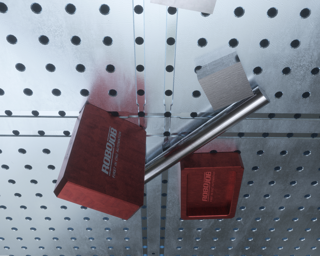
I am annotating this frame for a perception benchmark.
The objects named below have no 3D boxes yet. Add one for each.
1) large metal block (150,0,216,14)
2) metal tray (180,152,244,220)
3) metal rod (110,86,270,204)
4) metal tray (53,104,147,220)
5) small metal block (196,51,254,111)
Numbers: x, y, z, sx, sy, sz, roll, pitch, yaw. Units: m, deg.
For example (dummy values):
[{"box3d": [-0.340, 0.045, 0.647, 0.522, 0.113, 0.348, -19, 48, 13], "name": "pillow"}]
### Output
[{"box3d": [0.024, -0.149, 0.249, 0.050, 0.080, 0.079, 8, 130, -7], "name": "large metal block"}, {"box3d": [0.077, 0.095, 0.490, 0.091, 0.030, 0.129, -2, 130, 1], "name": "metal tray"}, {"box3d": [0.020, 0.039, 0.444, 0.299, 0.025, 0.025, -37, 122, 27], "name": "metal rod"}, {"box3d": [-0.064, 0.036, 0.372, 0.090, 0.130, 0.030, 25, 126, -20], "name": "metal tray"}, {"box3d": [0.077, -0.055, 0.367, 0.050, 0.025, 0.050, -22, 127, 17], "name": "small metal block"}]
